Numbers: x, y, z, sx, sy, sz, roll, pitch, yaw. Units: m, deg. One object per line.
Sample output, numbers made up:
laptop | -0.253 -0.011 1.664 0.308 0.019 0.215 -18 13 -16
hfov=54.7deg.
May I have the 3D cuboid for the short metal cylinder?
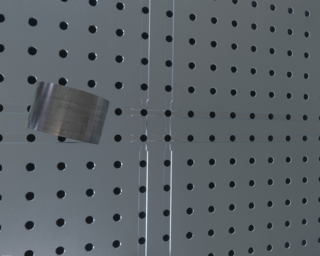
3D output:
short metal cylinder | -0.102 -0.015 0.346 0.081 0.080 0.050 15 85 -20
